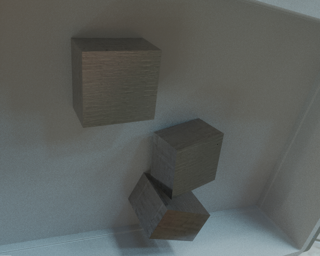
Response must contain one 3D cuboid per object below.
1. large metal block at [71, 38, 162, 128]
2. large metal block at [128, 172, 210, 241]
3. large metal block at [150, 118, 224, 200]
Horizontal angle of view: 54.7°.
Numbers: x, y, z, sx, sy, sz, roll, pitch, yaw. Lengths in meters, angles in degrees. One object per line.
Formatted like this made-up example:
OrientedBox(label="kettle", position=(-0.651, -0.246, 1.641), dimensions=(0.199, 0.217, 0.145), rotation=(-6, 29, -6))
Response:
OrientedBox(label="large metal block", position=(-0.049, -0.051, 0.335), dimensions=(0.081, 0.050, 0.079), rotation=(-8, 122, -25))
OrientedBox(label="large metal block", position=(0.012, 0.115, 0.453), dimensions=(0.081, 0.080, 0.050), rotation=(19, 109, -36))
OrientedBox(label="large metal block", position=(0.036, 0.041, 0.430), dimensions=(0.081, 0.050, 0.079), rotation=(-17, 126, -32))
